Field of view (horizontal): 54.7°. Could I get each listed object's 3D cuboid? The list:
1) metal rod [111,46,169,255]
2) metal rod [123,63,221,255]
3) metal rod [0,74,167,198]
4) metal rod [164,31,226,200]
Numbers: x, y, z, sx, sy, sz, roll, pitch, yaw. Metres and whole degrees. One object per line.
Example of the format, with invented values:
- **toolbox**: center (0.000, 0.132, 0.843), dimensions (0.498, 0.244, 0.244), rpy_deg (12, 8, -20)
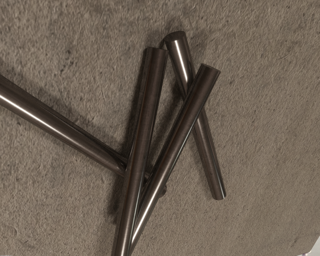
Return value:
- **metal rod**: center (-0.030, 0.050, 0.392), dimensions (0.025, 0.025, 0.298), rpy_deg (2, 108, -30)
- **metal rod**: center (0.002, 0.058, 0.411), dimensions (0.025, 0.025, 0.298), rpy_deg (11, 113, -34)
- **metal rod**: center (-0.088, 0.019, 0.371), dimensions (0.025, 0.025, 0.301), rpy_deg (-46, 130, 4)
- **metal rod**: center (0.060, 0.005, 0.444), dimensions (0.025, 0.025, 0.299), rpy_deg (-29, 129, -10)
